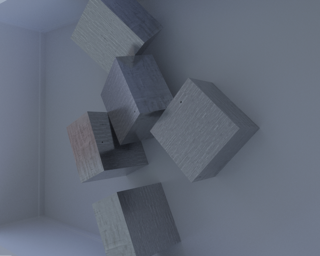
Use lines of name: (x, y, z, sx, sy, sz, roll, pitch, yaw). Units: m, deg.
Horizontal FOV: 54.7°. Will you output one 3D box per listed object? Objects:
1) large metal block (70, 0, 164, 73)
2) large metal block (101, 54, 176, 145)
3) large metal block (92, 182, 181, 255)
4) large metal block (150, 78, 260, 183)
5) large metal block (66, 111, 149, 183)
large metal block: (-0.057, -0.124, 0.402, 0.080, 0.050, 0.080, 43, 137, -7)
large metal block: (-0.031, -0.035, 0.396, 0.080, 0.050, 0.080, 66, 147, 20)
large metal block: (-0.029, 0.121, 0.393, 0.050, 0.081, 0.080, -31, 71, 35)
large metal block: (0.048, 0.002, 0.350, 0.080, 0.050, 0.080, 50, 119, 27)
large metal block: (-0.072, 0.025, 0.428, 0.050, 0.081, 0.080, -30, 71, 36)
